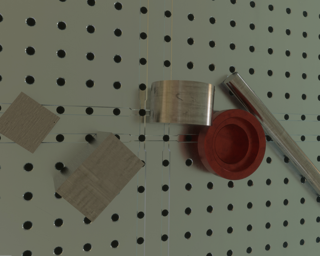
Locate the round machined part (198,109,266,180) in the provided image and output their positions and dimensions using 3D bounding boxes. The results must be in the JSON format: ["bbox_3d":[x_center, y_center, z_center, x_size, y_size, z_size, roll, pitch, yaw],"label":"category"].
[{"bbox_3d":[0.097,0.022,0.441,0.099,0.042,0.097,0,90,-21],"label":"round machined part"}]

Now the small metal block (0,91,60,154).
[{"bbox_3d":[-0.152,-0.006,0.357,0.050,0.025,0.050,37,78,-17],"label":"small metal block"}]

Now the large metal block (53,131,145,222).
[{"bbox_3d":[-0.073,0.050,0.357,0.050,0.080,0.080,46,76,-15],"label":"large metal block"}]

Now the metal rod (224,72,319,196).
[{"bbox_3d":[0.204,0.030,0.490,0.300,0.025,0.025,46,76,-15],"label":"metal rod"}]

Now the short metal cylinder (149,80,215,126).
[{"bbox_3d":[0.028,-0.029,0.395,0.081,0.080,0.050,4,89,-20],"label":"short metal cylinder"}]
